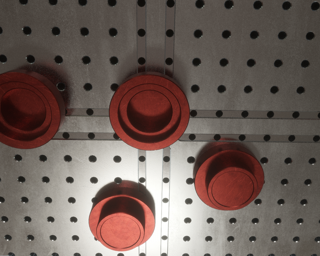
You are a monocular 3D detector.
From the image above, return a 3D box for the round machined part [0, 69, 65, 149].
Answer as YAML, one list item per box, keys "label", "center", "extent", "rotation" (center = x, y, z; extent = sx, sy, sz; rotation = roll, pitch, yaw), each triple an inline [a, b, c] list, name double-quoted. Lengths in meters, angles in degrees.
- label: "round machined part"
  center: [-0.170, -0.026, 0.392]
  extent: [0.099, 0.042, 0.097]
  rotation: [0, 110, -1]

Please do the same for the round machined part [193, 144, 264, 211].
- label: "round machined part"
  center: [0.097, 0.075, 0.434]
  extent: [0.099, 0.042, 0.097]
  rotation: [0, 110, -1]

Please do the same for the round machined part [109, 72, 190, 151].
- label: "round machined part"
  center: [-0.013, -0.024, 0.395]
  extent: [0.099, 0.042, 0.097]
  rotation: [0, 110, -1]

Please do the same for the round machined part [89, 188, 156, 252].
- label: "round machined part"
  center: [-0.056, 0.141, 0.456]
  extent: [0.099, 0.042, 0.097]
  rotation: [0, 110, -1]
